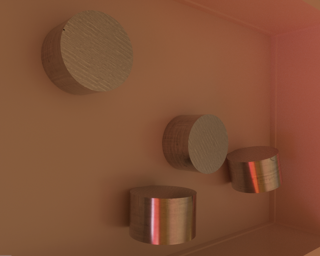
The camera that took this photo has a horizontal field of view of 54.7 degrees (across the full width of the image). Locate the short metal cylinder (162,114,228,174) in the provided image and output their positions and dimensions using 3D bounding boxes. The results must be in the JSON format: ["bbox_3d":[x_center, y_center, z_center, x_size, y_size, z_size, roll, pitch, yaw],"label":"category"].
[{"bbox_3d":[0.050,0.021,0.432,0.081,0.050,0.080,0,90,-40],"label":"short metal cylinder"}]

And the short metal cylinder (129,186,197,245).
[{"bbox_3d":[0.004,0.102,0.374,0.081,0.080,0.050,2,89,-40],"label":"short metal cylinder"}]

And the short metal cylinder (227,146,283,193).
[{"bbox_3d":[0.152,0.065,0.498,0.081,0.080,0.050,-20,103,-38],"label":"short metal cylinder"}]

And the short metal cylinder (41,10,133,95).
[{"bbox_3d":[-0.076,-0.076,0.326,0.081,0.050,0.080,0,90,-40],"label":"short metal cylinder"}]
